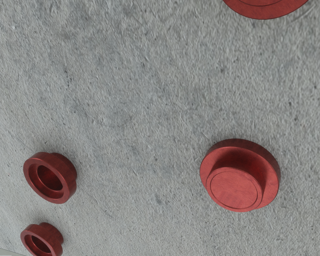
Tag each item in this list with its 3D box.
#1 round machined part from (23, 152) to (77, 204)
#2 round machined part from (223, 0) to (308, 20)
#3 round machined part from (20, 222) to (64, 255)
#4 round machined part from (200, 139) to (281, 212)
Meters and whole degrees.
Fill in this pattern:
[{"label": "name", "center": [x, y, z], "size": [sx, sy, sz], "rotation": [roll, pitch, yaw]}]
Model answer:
[{"label": "round machined part", "center": [-0.187, 0.082, 0.546], "size": [0.098, 0.042, 0.097], "rotation": [13, 124, 21]}, {"label": "round machined part", "center": [0.090, -0.141, 0.261], "size": [0.098, 0.042, 0.097], "rotation": [13, 124, 21]}, {"label": "round machined part", "center": [-0.254, 0.248, 0.684], "size": [0.098, 0.042, 0.097], "rotation": [13, 124, 21]}, {"label": "round machined part", "center": [0.096, 0.065, 0.386], "size": [0.098, 0.042, 0.097], "rotation": [13, 124, 21]}]
